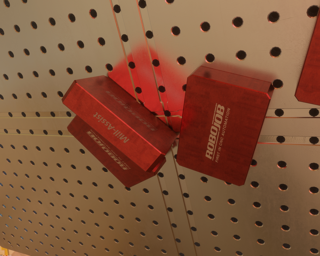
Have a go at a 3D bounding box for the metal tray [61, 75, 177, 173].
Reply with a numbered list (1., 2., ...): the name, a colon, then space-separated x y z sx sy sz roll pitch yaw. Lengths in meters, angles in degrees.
1. metal tray: -0.044 -0.010 0.383 0.130 0.090 0.030 40 108 1

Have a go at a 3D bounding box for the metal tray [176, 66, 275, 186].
1. metal tray: 0.072 0.000 0.370 0.090 0.030 0.129 18 126 18

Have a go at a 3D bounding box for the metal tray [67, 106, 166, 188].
1. metal tray: -0.064 0.022 0.440 0.130 0.030 0.090 46 142 -7

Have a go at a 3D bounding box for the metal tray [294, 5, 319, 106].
1. metal tray: 0.179 -0.077 0.265 0.090 0.030 0.129 15 125 19
